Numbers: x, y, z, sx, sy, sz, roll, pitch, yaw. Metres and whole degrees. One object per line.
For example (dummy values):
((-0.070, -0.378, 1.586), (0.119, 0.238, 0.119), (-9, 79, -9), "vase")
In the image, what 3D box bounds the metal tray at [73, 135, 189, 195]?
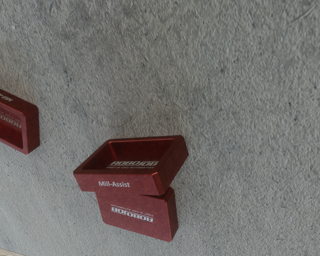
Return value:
((-0.038, 0.047, 0.413), (0.130, 0.090, 0.030), (-4, 116, 30), "metal tray")

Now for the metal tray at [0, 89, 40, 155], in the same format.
((-0.271, -0.019, 0.534), (0.130, 0.030, 0.089), (24, 127, 13), "metal tray")

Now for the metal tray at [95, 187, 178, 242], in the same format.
((-0.039, 0.128, 0.503), (0.130, 0.030, 0.089), (7, 122, 24), "metal tray")
